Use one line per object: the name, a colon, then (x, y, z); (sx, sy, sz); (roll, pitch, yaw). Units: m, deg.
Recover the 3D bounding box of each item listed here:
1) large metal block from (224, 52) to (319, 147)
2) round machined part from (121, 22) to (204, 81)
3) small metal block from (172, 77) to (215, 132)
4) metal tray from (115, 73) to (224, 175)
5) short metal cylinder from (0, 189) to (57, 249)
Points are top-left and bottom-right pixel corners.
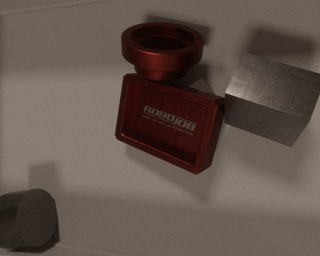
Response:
large metal block: (0.117, -0.028, 0.333); (0.080, 0.080, 0.050); (21, 74, 18)
round machined part: (0.003, -0.092, 0.380); (0.098, 0.098, 0.042); (19, 131, 18)
small metal block: (0.048, -0.028, 0.393); (0.050, 0.025, 0.050); (-34, 79, 16)
metal tray: (0.008, -0.009, 0.381); (0.130, 0.030, 0.089); (21, 111, 29)
short metal cylinder: (-0.196, 0.131, 0.449); (0.050, 0.080, 0.080); (-11, 86, 19)
